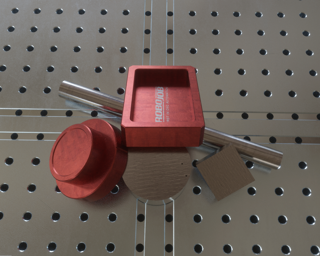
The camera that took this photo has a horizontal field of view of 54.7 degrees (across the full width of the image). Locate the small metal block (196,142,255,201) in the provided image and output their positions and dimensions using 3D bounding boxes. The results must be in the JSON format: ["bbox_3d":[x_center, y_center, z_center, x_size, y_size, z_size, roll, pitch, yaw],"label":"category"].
[{"bbox_3d":[0.078,0.052,0.377,0.050,0.025,0.050,-31,89,6],"label":"small metal block"}]

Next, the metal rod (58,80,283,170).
[{"bbox_3d":[0.009,-0.006,0.410,0.301,0.025,0.025,19,71,6],"label":"metal rod"}]

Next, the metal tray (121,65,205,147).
[{"bbox_3d":[0.003,-0.032,0.386,0.091,0.030,0.130,0,41,-1],"label":"metal tray"}]

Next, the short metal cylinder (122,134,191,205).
[{"bbox_3d":[-0.004,0.050,0.376,0.081,0.050,0.080,0,70,0],"label":"short metal cylinder"}]

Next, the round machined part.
[{"bbox_3d":[-0.089,0.033,0.361,0.098,0.042,0.098,-15,61,29],"label":"round machined part"}]
